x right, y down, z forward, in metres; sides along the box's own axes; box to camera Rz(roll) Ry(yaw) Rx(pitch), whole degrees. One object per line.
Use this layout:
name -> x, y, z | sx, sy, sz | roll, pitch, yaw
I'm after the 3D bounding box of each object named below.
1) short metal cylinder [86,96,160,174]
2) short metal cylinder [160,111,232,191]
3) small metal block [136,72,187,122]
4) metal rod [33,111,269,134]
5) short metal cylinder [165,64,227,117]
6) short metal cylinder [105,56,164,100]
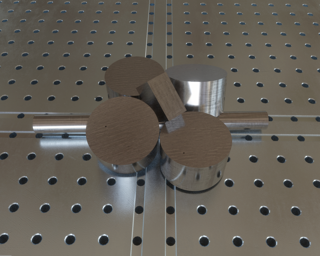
short metal cylinder -> -0.041, 0.010, 0.362 | 0.081, 0.050, 0.080 | 0, 70, -1
short metal cylinder -> 0.040, 0.026, 0.364 | 0.081, 0.050, 0.080 | 0, 50, 0
small metal block -> 0.000, -0.035, 0.370 | 0.025, 0.050, 0.050 | -32, 99, -17
metal rod -> -0.011, -0.008, 0.409 | 0.302, 0.025, 0.025 | -1, 50, -1
short metal cylinder -> 0.047, -0.050, 0.412 | 0.081, 0.050, 0.080 | 0, 27, 0
short metal cylinder -> -0.033, -0.055, 0.432 | 0.081, 0.050, 0.080 | 0, 50, 0
